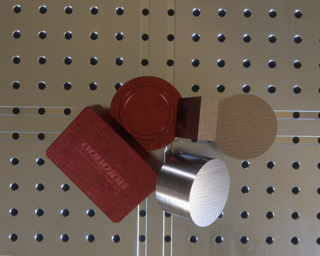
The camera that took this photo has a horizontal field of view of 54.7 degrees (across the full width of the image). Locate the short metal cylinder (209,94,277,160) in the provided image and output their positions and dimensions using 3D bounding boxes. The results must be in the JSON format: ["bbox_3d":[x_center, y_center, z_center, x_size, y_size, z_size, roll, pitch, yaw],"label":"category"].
[{"bbox_3d":[0.102,-0.002,0.398,0.081,0.050,0.079,0,90,0],"label":"short metal cylinder"}]

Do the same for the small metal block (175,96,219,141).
[{"bbox_3d":[0.044,-0.011,0.379,0.025,0.050,0.050,6,89,-28],"label":"small metal block"}]

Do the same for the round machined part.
[{"bbox_3d":[-0.016,-0.019,0.400,0.099,0.042,0.097,0,90,0],"label":"round machined part"}]

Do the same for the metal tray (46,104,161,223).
[{"bbox_3d":[-0.068,0.045,0.395,0.130,0.030,0.090,45,105,-1],"label":"metal tray"}]

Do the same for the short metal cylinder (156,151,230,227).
[{"bbox_3d":[0.041,0.072,0.376,0.050,0.081,0.080,10,90,43],"label":"short metal cylinder"}]
